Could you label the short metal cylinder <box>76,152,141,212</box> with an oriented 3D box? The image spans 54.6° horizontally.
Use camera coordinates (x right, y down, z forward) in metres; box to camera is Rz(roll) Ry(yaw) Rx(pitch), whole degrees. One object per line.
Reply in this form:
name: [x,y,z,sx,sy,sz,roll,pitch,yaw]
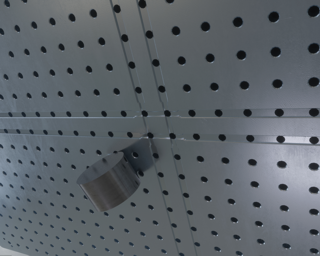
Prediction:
short metal cylinder: [-0.076,0.079,0.466,0.080,0.080,0.050,-19,108,35]
